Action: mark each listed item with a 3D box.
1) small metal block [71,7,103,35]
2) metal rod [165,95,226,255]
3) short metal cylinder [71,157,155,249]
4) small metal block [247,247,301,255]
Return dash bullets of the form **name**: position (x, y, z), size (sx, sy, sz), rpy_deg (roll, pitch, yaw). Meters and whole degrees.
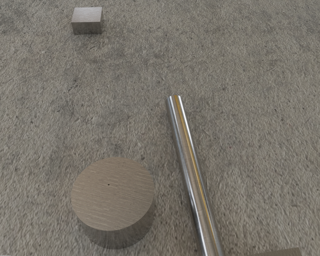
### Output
- **small metal block**: position (-0.131, -0.196, 0.567), size (0.050, 0.025, 0.050), rpy_deg (-2, 50, -2)
- **metal rod**: position (0.041, 0.077, 0.339), size (0.025, 0.025, 0.300), rpy_deg (-6, 50, -6)
- **short metal cylinder**: position (-0.046, 0.077, 0.322), size (0.081, 0.050, 0.080), rpy_deg (0, 50, 0)
- **small metal block**: position (0.110, 0.143, 0.285), size (0.050, 0.025, 0.050), rpy_deg (-6, 50, -6)
